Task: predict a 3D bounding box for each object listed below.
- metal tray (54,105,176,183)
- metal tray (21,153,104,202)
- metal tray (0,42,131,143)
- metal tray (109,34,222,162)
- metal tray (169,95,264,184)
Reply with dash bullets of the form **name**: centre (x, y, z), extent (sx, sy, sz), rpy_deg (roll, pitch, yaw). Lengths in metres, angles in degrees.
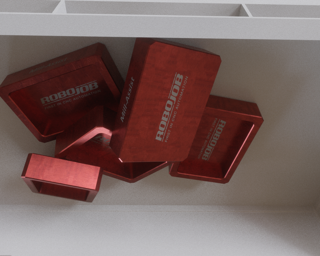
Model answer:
- **metal tray**: centre (-0.054, 0.027, 0.398), extent (0.090, 0.030, 0.131), rpy_deg (-31, 139, 31)
- **metal tray**: centre (-0.131, 0.073, 0.426), extent (0.091, 0.030, 0.129), rpy_deg (13, 157, -12)
- **metal tray**: centre (-0.108, -0.037, 0.370), extent (0.130, 0.030, 0.090), rpy_deg (-16, 129, 12)
- **metal tray**: centre (0.005, -0.026, 0.336), extent (0.091, 0.030, 0.129), rpy_deg (3, 114, -33)
- **metal tray**: centre (0.070, 0.019, 0.421), extent (0.091, 0.030, 0.129), rpy_deg (10, 130, -9)
